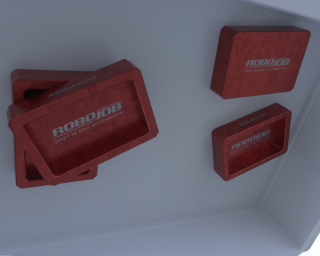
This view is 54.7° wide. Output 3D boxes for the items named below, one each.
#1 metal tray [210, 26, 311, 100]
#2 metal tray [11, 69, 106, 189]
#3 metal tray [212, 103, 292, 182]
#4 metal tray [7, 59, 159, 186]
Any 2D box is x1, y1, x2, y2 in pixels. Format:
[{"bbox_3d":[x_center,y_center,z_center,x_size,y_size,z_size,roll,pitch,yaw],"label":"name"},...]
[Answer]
[{"bbox_3d":[0.138,-0.092,0.427,0.131,0.030,0.089,-9,122,-24],"label":"metal tray"},{"bbox_3d":[-0.113,0.002,0.345,0.091,0.030,0.129,-3,120,-27],"label":"metal tray"},{"bbox_3d":[0.149,0.023,0.503,0.131,0.030,0.089,-22,127,-16],"label":"metal tray"},{"bbox_3d":[-0.074,-0.005,0.323,0.131,0.030,0.090,-26,128,-13],"label":"metal tray"}]
